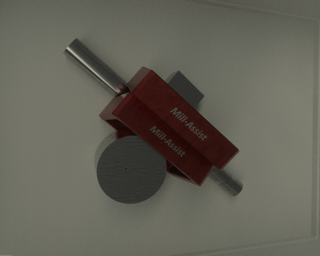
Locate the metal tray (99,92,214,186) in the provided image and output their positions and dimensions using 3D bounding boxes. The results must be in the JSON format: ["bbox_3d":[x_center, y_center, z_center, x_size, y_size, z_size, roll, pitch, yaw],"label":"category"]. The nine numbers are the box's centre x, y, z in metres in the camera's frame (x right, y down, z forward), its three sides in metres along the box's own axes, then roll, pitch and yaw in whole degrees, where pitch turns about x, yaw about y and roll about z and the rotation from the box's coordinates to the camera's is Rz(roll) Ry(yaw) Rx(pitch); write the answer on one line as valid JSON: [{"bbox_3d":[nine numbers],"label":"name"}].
[{"bbox_3d":[-0.007,0.014,0.373,0.130,0.090,0.030,41,77,-16],"label":"metal tray"}]

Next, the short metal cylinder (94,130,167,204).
[{"bbox_3d":[-0.037,0.045,0.377,0.081,0.050,0.079,-2,98,-15],"label":"short metal cylinder"}]

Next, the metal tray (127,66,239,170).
[{"bbox_3d":[0.023,-0.014,0.357,0.130,0.090,0.030,41,94,-16],"label":"metal tray"}]

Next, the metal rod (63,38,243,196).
[{"bbox_3d":[0.002,-0.005,0.412,0.300,0.025,0.025,41,77,-16],"label":"metal rod"}]

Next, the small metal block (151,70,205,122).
[{"bbox_3d":[0.023,-0.041,0.418,0.050,0.025,0.050,42,76,-16],"label":"small metal block"}]
